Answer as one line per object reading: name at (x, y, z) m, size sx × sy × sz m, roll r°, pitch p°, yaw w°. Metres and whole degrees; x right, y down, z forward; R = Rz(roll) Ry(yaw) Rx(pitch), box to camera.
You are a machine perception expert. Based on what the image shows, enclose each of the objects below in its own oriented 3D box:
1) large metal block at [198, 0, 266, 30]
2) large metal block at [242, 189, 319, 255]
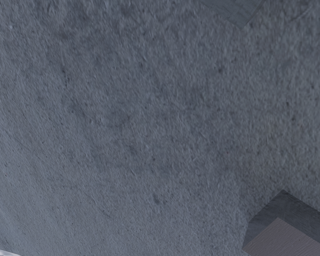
large metal block at (0.057, -0.134, 0.257) m, size 0.080 × 0.080 × 0.050 m, roll 36°, pitch 129°, yaw 4°
large metal block at (0.164, 0.138, 0.389) m, size 0.080 × 0.050 × 0.079 m, roll 32°, pitch 128°, yaw 7°
